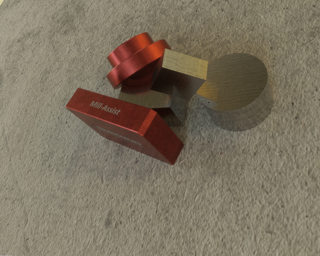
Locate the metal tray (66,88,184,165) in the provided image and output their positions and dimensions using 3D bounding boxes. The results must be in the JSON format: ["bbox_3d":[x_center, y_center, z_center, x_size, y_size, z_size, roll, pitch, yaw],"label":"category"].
[{"bbox_3d":[-0.044,-0.002,0.387,0.130,0.090,0.030,18,72,35],"label":"metal tray"}]

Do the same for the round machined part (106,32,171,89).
[{"bbox_3d":[-0.035,-0.098,0.436,0.098,0.098,0.042,-32,96,7],"label":"round machined part"}]

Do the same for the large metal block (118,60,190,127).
[{"bbox_3d":[-0.005,-0.047,0.422,0.080,0.050,0.080,-1,61,27],"label":"large metal block"}]

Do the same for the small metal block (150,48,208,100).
[{"bbox_3d":[0.021,-0.060,0.356,0.050,0.050,0.025,14,65,-11],"label":"small metal block"}]

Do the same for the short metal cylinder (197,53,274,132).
[{"bbox_3d":[0.090,-0.042,0.369,0.080,0.050,0.080,-13,56,21],"label":"short metal cylinder"}]
